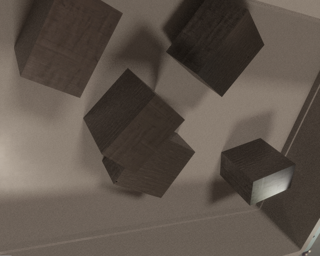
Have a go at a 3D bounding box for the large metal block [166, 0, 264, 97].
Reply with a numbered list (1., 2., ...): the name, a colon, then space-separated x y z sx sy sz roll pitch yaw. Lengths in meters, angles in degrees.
1. large metal block: 0.066 -0.092 0.357 0.080 0.050 0.080 -52 150 9

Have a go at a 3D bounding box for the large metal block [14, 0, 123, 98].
1. large metal block: -0.086 -0.085 0.274 0.050 0.080 0.080 20 108 -36

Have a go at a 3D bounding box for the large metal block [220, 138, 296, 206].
1. large metal block: 0.155 0.068 0.503 0.081 0.080 0.050 -17 126 -19

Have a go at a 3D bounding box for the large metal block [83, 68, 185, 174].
1. large metal block: -0.032 -0.010 0.350 0.080 0.080 0.050 -48 129 5

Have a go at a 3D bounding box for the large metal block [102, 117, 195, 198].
1. large metal block: -0.015 0.038 0.409 0.080 0.050 0.080 26 104 -38
